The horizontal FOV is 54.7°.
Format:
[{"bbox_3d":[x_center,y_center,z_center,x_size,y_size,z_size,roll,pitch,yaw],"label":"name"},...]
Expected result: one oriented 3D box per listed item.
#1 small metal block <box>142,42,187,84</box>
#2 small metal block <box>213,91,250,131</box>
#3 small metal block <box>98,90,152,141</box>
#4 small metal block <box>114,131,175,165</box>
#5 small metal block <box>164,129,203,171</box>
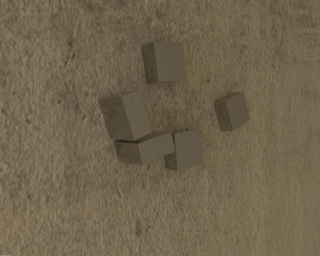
[{"bbox_3d":[0.006,-0.086,0.412,0.050,0.025,0.050,-11,97,-40],"label":"small metal block"},{"bbox_3d":[0.118,-0.028,0.507,0.050,0.025,0.050,-28,108,-37],"label":"small metal block"},{"bbox_3d":[-0.041,-0.014,0.356,0.025,0.050,0.050,-26,106,-37],"label":"small metal block"},{"bbox_3d":[-0.019,0.022,0.374,0.050,0.050,0.025,-19,103,-39],"label":"small metal block"},{"bbox_3d":[0.032,0.029,0.434,0.050,0.025,0.050,-9,96,-40],"label":"small metal block"}]
